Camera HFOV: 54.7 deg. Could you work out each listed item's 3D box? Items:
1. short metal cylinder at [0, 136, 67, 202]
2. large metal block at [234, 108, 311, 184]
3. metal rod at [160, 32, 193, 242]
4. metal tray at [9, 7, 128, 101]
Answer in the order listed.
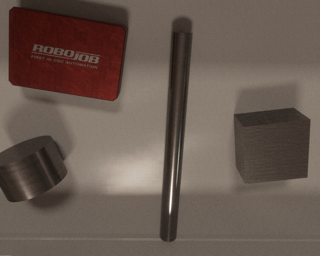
[{"bbox_3d":[-0.168,0.050,0.398,0.080,0.080,0.050,-16,110,5],"label":"short metal cylinder"},{"bbox_3d":[0.145,0.023,0.408,0.080,0.050,0.079,-6,110,2],"label":"large metal block"},{"bbox_3d":[0.019,0.025,0.420,0.025,0.025,0.298,2,110,-1],"label":"metal rod"},{"bbox_3d":[-0.110,-0.088,0.375,0.131,0.030,0.089,9,110,-4],"label":"metal tray"}]
